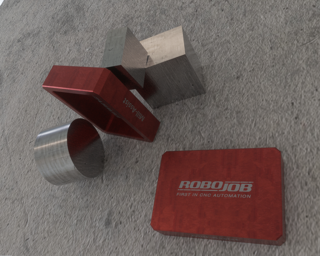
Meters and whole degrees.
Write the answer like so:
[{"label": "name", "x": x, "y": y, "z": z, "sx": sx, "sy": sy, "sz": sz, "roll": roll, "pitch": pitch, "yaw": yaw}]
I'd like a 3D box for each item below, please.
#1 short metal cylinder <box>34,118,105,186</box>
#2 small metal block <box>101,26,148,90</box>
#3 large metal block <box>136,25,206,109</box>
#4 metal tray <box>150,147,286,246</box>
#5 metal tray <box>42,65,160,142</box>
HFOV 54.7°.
[{"label": "short metal cylinder", "x": -0.117, "y": 0.032, "z": 0.410, "sx": 0.050, "sy": 0.080, "sz": 0.080, "roll": -16, "pitch": 55, "yaw": 19}, {"label": "small metal block", "x": -0.039, "y": -0.078, "z": 0.353, "sx": 0.025, "sy": 0.050, "sz": 0.050, "roll": -5, "pitch": 66, "yaw": 24}, {"label": "large metal block", "x": 0.008, "y": -0.077, "z": 0.411, "sx": 0.080, "sy": 0.080, "sz": 0.050, "roll": -16, "pitch": 56, "yaw": 19}, {"label": "metal tray", "x": 0.060, "y": 0.069, "z": 0.327, "sx": 0.130, "sy": 0.030, "sz": 0.090, "roll": -4, "pitch": 60, "yaw": 26}, {"label": "metal tray", "x": -0.068, "y": -0.027, "z": 0.388, "sx": 0.090, "sy": 0.130, "sz": 0.030, "roll": 9, "pitch": 69, "yaw": 32}]
